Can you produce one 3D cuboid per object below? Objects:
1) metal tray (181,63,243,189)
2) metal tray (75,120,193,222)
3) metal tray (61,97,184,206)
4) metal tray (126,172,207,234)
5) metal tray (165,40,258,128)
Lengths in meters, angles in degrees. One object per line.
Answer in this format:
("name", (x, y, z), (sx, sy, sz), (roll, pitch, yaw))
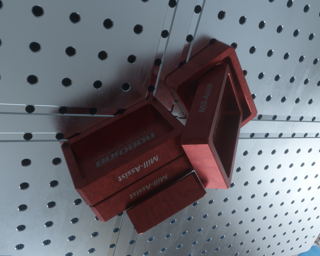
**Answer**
("metal tray", (0.069, -0.004, 0.375), (0.090, 0.030, 0.130), (61, 37, -39))
("metal tray", (-0.031, 0.044, 0.378), (0.131, 0.090, 0.030), (-29, 129, -11))
("metal tray", (-0.041, 0.021, 0.360), (0.131, 0.090, 0.030), (-29, 129, -11))
("metal tray", (0.000, 0.092, 0.410), (0.090, 0.130, 0.030), (-28, 87, -10))
("metal tray", (0.075, -0.041, 0.424), (0.090, 0.030, 0.130), (-38, 130, -3))
